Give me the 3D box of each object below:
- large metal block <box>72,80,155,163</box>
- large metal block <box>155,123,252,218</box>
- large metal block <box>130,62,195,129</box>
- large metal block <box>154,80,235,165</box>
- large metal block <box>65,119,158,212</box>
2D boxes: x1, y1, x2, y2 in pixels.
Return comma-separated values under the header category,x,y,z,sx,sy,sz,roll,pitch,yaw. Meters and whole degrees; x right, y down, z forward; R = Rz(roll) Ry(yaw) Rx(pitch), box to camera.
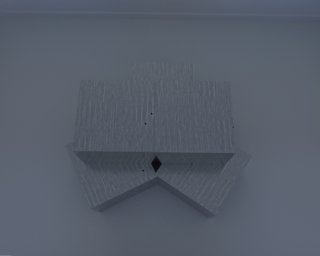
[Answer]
category,x,y,z,sx,sy,sz,roll,pitch,yaw
large metal block,-0.046,-0.006,0.343,0.080,0.050,0.080,1,70,0
large metal block,0.050,0.051,0.375,0.080,0.050,0.080,32,73,11
large metal block,0.003,-0.039,0.409,0.080,0.050,0.080,2,70,0
large metal block,0.035,-0.005,0.342,0.080,0.050,0.080,1,70,0
large metal block,-0.057,0.046,0.377,0.080,0.050,0.080,-25,72,-9
